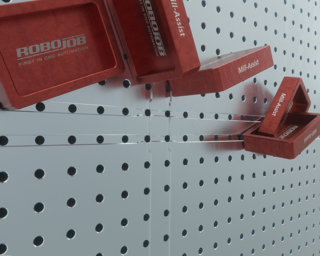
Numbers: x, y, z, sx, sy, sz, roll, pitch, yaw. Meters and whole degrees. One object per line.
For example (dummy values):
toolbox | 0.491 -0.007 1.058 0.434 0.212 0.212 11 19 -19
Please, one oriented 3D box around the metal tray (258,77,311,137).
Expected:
metal tray | 0.236 -0.020 0.581 0.090 0.030 0.130 43 71 -43

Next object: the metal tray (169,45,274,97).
metal tray | 0.087 -0.081 0.437 0.131 0.090 0.030 -28 108 -36

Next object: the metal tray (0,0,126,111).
metal tray | -0.106 -0.081 0.315 0.131 0.030 0.090 -28 107 -36

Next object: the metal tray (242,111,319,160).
metal tray | 0.220 0.007 0.546 0.131 0.090 0.030 -27 115 -37

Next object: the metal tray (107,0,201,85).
metal tray | -0.012 -0.119 0.355 0.030 0.090 0.129 -29 108 -36
